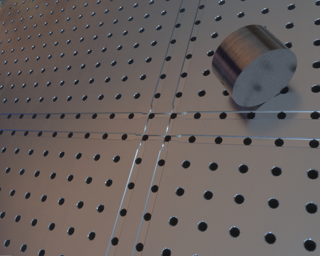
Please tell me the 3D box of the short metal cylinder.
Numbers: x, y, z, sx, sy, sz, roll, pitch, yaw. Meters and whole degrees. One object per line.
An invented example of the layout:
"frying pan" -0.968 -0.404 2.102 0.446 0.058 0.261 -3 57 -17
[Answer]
"short metal cylinder" 0.108 -0.071 0.360 0.080 0.080 0.050 -32 52 7
